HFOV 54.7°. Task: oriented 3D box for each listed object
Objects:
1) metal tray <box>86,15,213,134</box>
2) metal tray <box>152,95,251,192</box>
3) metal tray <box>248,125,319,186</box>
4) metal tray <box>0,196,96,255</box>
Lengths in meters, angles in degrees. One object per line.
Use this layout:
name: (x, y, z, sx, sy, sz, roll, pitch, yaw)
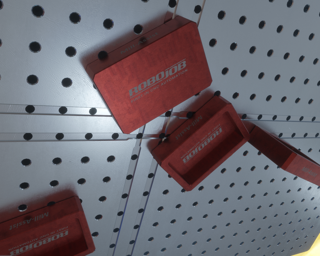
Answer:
metal tray: (-0.008, -0.061, 0.367, 0.131, 0.030, 0.090, -31, 129, -9)
metal tray: (0.064, 0.025, 0.460, 0.130, 0.030, 0.090, -41, 130, 0)
metal tray: (0.215, 0.047, 0.518, 0.131, 0.090, 0.030, 23, 106, -37)
metal tray: (-0.161, 0.154, 0.416, 0.131, 0.030, 0.089, -18, 126, -18)
